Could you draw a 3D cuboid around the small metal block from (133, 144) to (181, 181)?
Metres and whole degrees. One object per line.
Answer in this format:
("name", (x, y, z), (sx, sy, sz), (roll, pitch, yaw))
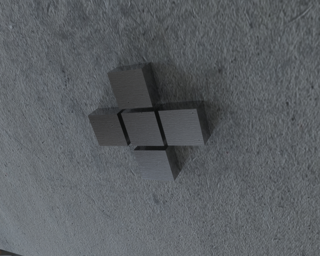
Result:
("small metal block", (-0.003, 0.046, 0.437), (0.050, 0.025, 0.050), (-2, 118, 29))

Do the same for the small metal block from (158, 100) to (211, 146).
("small metal block", (0.031, -0.006, 0.387), (0.050, 0.025, 0.050), (-2, 118, 28))

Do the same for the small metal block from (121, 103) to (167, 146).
("small metal block", (-0.018, -0.004, 0.414), (0.050, 0.025, 0.050), (-2, 118, 28))

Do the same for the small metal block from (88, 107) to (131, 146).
("small metal block", (-0.068, -0.002, 0.441), (0.050, 0.025, 0.050), (-2, 118, 28))

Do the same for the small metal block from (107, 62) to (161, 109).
("small metal block", (-0.032, -0.053, 0.391), (0.050, 0.025, 0.050), (-2, 118, 28))
